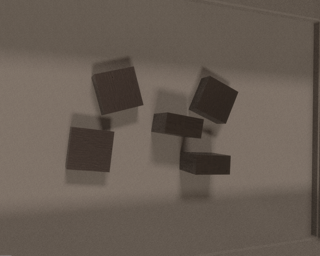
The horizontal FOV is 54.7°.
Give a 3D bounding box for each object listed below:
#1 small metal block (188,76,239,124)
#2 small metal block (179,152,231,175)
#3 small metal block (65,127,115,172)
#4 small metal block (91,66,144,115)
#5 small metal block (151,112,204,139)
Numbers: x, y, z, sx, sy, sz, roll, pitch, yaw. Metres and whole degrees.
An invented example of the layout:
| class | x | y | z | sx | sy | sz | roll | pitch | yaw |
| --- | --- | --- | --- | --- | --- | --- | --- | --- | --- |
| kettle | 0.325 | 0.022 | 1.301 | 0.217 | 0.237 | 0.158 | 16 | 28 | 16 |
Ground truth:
| class | x | y | z | sx | sy | sz | roll | pitch | yaw |
| --- | --- | --- | --- | --- | --- | --- | --- | --- | --- |
| small metal block | 0.076 | -0.039 | 0.440 | 0.050 | 0.025 | 0.050 | 26 | 81 | -19 |
| small metal block | 0.060 | 0.047 | 0.421 | 0.050 | 0.050 | 0.025 | 3 | 89 | -20 |
| small metal block | -0.086 | 0.026 | 0.379 | 0.050 | 0.025 | 0.050 | 7 | 88 | -20 |
| small metal block | -0.054 | -0.047 | 0.391 | 0.050 | 0.025 | 0.050 | -16 | 96 | -20 |
| small metal block | 0.022 | -0.003 | 0.406 | 0.050 | 0.050 | 0.025 | 10 | 87 | -20 |
